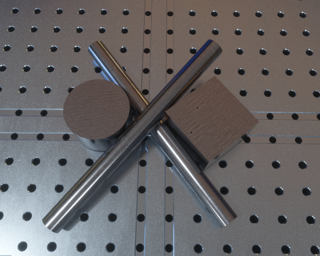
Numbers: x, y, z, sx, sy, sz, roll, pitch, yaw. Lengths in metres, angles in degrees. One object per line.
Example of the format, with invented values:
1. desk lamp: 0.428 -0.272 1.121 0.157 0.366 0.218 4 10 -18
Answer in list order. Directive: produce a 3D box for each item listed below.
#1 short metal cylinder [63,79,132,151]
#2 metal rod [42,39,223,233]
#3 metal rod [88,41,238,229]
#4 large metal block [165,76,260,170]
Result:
1. short metal cylinder: -0.077 -0.016 0.400 0.081 0.050 0.080 0 70 0
2. metal rod: -0.029 0.005 0.383 0.025 0.025 0.300 41 83 13
3. metal rod: -0.006 -0.003 0.408 0.025 0.025 0.300 -34 74 -12
4. large metal block: 0.063 -0.005 0.396 0.080 0.050 0.080 -37 74 -12
